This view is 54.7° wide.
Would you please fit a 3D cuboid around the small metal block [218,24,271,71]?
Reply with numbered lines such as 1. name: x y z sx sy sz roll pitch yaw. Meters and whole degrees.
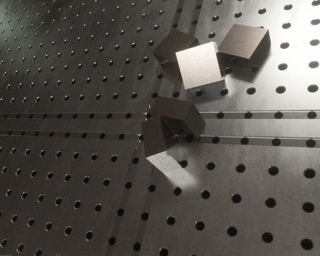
1. small metal block: 0.112 -0.109 0.416 0.050 0.025 0.050 25 75 36

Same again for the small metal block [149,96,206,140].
1. small metal block: 0.023 -0.013 0.387 0.050 0.050 0.025 14 69 33

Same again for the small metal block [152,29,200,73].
1. small metal block: 0.026 -0.116 0.465 0.050 0.025 0.050 -49 52 -6

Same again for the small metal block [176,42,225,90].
1. small metal block: 0.054 -0.083 0.412 0.050 0.025 0.050 -12 99 21

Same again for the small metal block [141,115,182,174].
1. small metal block: 0.002 0.021 0.377 0.025 0.050 0.050 -21 54 16
